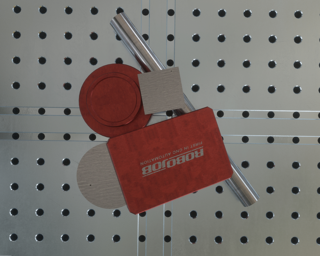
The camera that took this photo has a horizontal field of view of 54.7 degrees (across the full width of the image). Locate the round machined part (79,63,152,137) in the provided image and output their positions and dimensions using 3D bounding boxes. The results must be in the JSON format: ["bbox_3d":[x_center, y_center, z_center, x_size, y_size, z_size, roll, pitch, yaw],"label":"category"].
[{"bbox_3d":[-0.056,-0.035,0.400,0.099,0.042,0.097,0,90,1],"label":"round machined part"}]

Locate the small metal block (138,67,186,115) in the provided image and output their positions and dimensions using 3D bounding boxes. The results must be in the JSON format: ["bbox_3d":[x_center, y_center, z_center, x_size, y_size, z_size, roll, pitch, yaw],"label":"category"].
[{"bbox_3d":[0.003,-0.046,0.386,0.050,0.025,0.050,-10,93,5],"label":"small metal block"}]

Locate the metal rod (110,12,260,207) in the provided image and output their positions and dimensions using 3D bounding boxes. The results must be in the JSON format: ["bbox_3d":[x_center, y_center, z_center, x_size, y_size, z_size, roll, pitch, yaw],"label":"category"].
[{"bbox_3d":[0.033,-0.024,0.410,0.025,0.025,0.299,-36,90,0],"label":"metal rod"}]

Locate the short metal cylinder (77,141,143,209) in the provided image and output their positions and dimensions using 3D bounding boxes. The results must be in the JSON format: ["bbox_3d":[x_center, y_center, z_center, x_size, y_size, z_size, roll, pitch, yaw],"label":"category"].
[{"bbox_3d":[-0.060,0.057,0.396,0.081,0.050,0.079,0,90,0],"label":"short metal cylinder"}]

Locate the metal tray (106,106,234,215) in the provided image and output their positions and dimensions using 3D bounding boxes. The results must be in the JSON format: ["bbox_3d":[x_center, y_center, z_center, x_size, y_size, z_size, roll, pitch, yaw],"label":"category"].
[{"bbox_3d":[0.012,0.036,0.369,0.131,0.030,0.090,-18,90,-13],"label":"metal tray"}]
